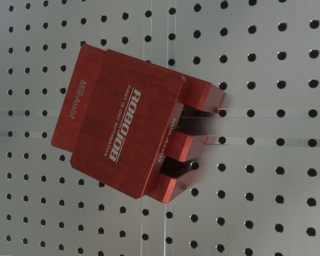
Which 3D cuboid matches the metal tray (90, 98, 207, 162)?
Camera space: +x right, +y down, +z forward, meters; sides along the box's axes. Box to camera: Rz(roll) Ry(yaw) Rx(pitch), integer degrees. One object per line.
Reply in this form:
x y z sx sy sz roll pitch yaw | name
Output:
-0.015 0.001 0.382 0.130 0.090 0.030 21 96 17 | metal tray

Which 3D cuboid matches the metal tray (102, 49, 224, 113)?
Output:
0.005 -0.055 0.375 0.130 0.090 0.030 22 98 19 | metal tray

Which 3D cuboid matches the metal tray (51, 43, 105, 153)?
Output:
-0.097 -0.039 0.410 0.030 0.090 0.129 19 97 -3 | metal tray

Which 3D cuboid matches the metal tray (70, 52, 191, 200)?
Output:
-0.033 -0.004 0.325 0.090 0.030 0.129 22 97 19 | metal tray

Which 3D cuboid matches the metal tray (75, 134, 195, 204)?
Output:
-0.030 0.044 0.389 0.130 0.090 0.030 22 98 18 | metal tray
